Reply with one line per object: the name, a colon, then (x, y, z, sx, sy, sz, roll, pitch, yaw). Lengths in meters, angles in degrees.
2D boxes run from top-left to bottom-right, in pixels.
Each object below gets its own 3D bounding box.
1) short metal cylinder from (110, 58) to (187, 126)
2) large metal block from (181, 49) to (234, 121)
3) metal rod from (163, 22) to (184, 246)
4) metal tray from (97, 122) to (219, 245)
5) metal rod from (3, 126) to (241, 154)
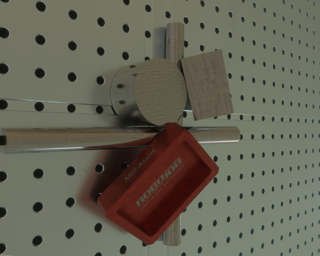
short metal cylinder: (-0.013, -0.042, 0.381, 0.081, 0.050, 0.079, 0, 90, -40)
large metal block: (0.065, -0.061, 0.421, 0.080, 0.050, 0.080, -58, 136, -73)
metal rod: (0.019, 0.008, 0.425, 0.025, 0.025, 0.298, 1, 90, -40)
metal tray: (0.002, 0.068, 0.374, 0.130, 0.030, 0.090, -46, 126, -7)
metal rod: (-0.018, 0.011, 0.372, 0.303, 0.025, 0.025, -1, 91, -33)
